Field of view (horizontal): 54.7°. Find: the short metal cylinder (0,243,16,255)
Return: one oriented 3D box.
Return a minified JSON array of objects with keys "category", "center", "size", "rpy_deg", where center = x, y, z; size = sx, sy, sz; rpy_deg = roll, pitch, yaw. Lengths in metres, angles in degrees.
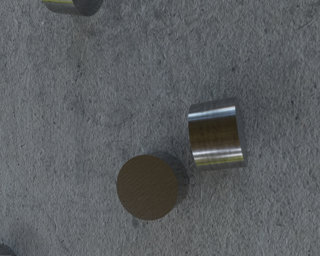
[{"category":"short metal cylinder","center":[-0.273,0.232,0.492],"size":[0.080,0.050,0.080],"rpy_deg":[0,90,20]}]

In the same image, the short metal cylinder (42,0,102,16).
[{"category":"short metal cylinder","center":[-0.120,-0.196,0.422],"size":[0.050,0.080,0.080],"rpy_deg":[12,94,19]}]

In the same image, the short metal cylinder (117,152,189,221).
[{"category":"short metal cylinder","center":[-0.008,0.072,0.398],"size":[0.080,0.050,0.080],"rpy_deg":[0,90,20]}]

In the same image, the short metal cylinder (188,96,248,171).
[{"category":"short metal cylinder","center":[0.068,0.007,0.355],"size":[0.050,0.080,0.080],"rpy_deg":[-9,87,20]}]
